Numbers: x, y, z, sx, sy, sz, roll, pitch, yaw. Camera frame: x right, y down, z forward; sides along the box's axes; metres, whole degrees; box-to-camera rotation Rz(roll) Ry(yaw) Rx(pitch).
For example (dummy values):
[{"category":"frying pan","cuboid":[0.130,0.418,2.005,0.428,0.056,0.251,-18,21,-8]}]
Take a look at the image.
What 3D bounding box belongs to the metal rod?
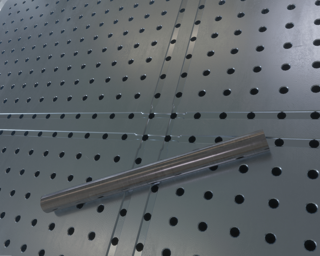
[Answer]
[{"category":"metal rod","cuboid":[-0.020,0.059,0.383,0.300,0.025,0.025,-19,54,17]}]
